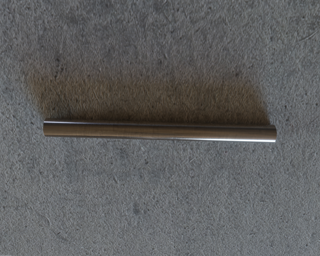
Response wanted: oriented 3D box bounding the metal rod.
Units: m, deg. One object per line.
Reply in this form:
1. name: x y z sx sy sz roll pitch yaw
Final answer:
1. metal rod: 0.001 0.004 0.412 0.302 0.025 0.025 2 110 -1
